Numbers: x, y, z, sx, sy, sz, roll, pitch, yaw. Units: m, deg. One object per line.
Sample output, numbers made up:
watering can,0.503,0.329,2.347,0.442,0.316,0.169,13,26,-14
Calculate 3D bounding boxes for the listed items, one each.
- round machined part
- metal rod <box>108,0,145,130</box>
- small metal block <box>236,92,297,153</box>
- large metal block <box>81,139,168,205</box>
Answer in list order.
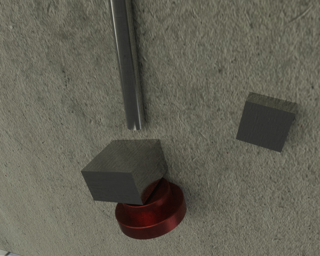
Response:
round machined part,-0.016,0.103,0.430,0.098,0.098,0.042,-2,117,28
metal rod,-0.044,-0.132,0.346,0.025,0.025,0.298,9,122,23
small metal block,0.116,-0.007,0.341,0.050,0.025,0.050,17,125,17
large metal block,-0.046,0.058,0.430,0.080,0.080,0.050,-3,117,29
